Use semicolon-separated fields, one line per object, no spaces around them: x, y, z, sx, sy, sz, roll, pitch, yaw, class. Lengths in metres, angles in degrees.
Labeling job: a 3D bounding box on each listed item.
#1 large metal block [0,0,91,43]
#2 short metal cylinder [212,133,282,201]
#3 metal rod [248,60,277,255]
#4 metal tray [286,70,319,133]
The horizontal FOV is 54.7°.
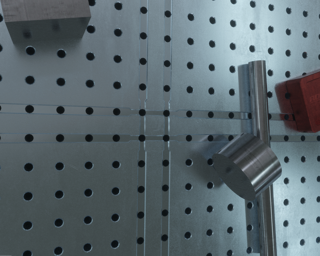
-0.125;-0.131;0.337;0.081;0.080;0.050;-12;94;-20;large metal block
0.118;0.053;0.429;0.050;0.080;0.080;-36;102;-17;short metal cylinder
0.157;0.049;0.472;0.025;0.025;0.298;-5;92;-20;metal rod
0.280;-0.054;0.515;0.131;0.030;0.089;-20;97;-19;metal tray
